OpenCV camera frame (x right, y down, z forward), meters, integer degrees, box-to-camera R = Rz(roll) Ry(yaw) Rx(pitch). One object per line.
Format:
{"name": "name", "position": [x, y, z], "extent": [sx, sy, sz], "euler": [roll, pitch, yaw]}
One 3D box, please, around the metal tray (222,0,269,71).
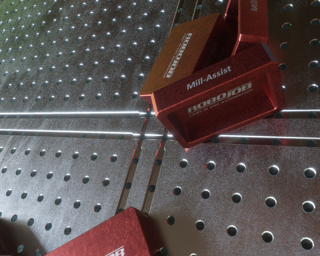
{"name": "metal tray", "position": [0.103, -0.127, 0.387], "extent": [0.030, 0.090, 0.130], "euler": [8, 62, 1]}

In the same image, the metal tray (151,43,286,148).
{"name": "metal tray", "position": [0.068, -0.030, 0.348], "extent": [0.130, 0.090, 0.030], "euler": [-23, 54, 14]}

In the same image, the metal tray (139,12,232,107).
{"name": "metal tray", "position": [0.034, -0.091, 0.425], "extent": [0.090, 0.030, 0.130], "euler": [3, 62, 49]}

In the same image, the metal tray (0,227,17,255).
{"name": "metal tray", "position": [-0.246, 0.187, 0.416], "extent": [0.130, 0.030, 0.090], "euler": [32, 79, 37]}

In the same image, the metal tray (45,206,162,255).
{"name": "metal tray", "position": [-0.063, 0.158, 0.340], "extent": [0.130, 0.030, 0.090], "euler": [-31, 52, 7]}
